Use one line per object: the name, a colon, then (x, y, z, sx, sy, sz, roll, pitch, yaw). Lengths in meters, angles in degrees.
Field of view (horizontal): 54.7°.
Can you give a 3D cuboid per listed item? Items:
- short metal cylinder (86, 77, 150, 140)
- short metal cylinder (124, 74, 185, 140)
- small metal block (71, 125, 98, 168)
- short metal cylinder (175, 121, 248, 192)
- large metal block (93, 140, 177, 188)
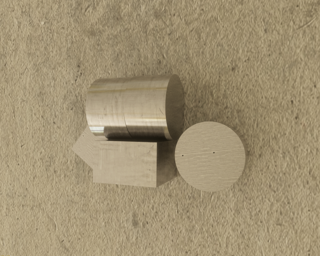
short metal cylinder: (-0.051, -0.025, 0.400, 0.050, 0.080, 0.079, 1, 90, 20)
short metal cylinder: (-0.004, -0.025, 0.383, 0.050, 0.080, 0.079, 1, 90, 20)
small metal block: (-0.089, 0.026, 0.442, 0.050, 0.025, 0.050, 39, 102, 15)
short metal cylinder: (0.064, 0.032, 0.374, 0.080, 0.050, 0.079, 0, 90, 20)
large metal block: (-0.028, 0.040, 0.391, 0.080, 0.080, 0.050, 1, 91, 20)
